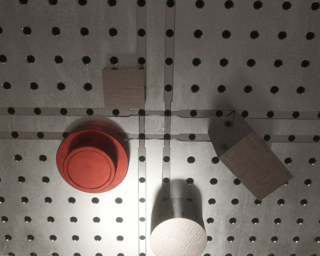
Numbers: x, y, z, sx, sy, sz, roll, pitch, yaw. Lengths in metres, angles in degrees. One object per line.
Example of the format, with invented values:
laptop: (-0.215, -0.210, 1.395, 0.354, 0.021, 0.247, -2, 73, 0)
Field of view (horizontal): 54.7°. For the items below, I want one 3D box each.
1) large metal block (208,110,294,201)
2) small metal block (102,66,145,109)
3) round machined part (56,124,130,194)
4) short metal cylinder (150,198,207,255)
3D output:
large metal block: (0.112, 0.032, 0.398, 0.050, 0.080, 0.080, -41, 106, 13)
small metal block: (-0.045, -0.052, 0.394, 0.050, 0.025, 0.050, -1, 110, 0)
round machined part: (-0.092, 0.048, 0.421, 0.099, 0.042, 0.097, 0, 110, -1)
short metal cylinder: (0.026, 0.151, 0.456, 0.081, 0.050, 0.079, 0, 110, -1)
